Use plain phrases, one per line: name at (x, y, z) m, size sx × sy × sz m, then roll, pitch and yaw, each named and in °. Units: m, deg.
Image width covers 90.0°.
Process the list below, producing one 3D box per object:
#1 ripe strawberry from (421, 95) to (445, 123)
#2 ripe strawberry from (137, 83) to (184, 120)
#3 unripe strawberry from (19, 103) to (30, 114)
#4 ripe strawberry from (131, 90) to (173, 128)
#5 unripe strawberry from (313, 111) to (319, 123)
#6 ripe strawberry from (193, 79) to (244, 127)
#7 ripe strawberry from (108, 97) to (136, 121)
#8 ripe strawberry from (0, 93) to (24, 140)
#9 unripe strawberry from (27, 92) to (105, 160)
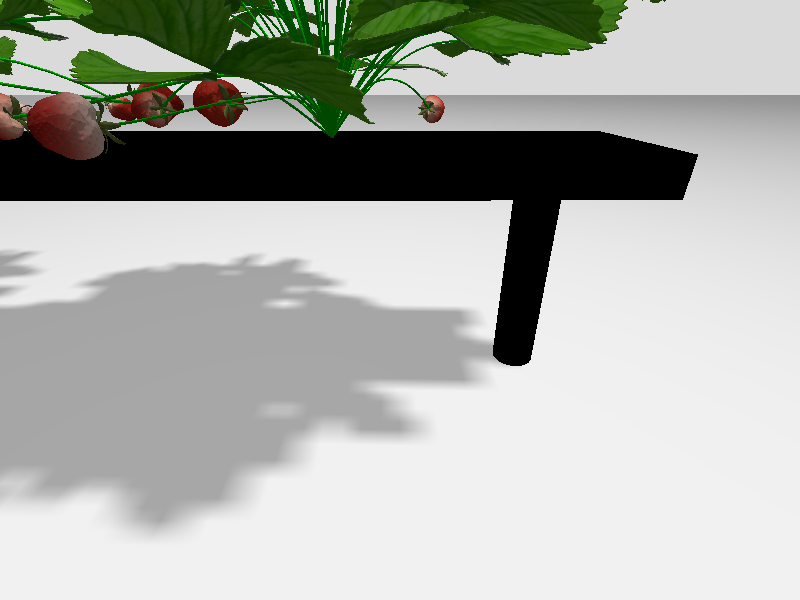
ripe strawberry at (0.038, -0.214, 0.449) m, size 0.027 × 0.028 × 0.029 m, roll 17°, pitch 25°, yaw 28°
ripe strawberry at (-0.245, -0.201, 0.410) m, size 0.041 × 0.041 × 0.045 m, roll -11°, pitch 30°, yaw -20°
unripe strawberry at (-0.495, -0.249, 0.525) m, size 0.016 × 0.017 × 0.017 m, roll 1°, pitch 28°, yaw 2°
ripe strawberry at (-0.238, -0.182, 0.383) m, size 0.033 × 0.033 × 0.036 m, roll 5°, pitch 28°, yaw 22°
unripe strawberry at (-0.088, -0.202, 0.438) m, size 0.016 × 0.014 × 0.015 m, roll -7°, pitch 29°, yaw -12°
ripe strawberry at (-0.180, -0.194, 0.395) m, size 0.043 × 0.043 × 0.047 m, roll 18°, pitch 33°, yaw 31°
ripe strawberry at (-0.307, -0.211, 0.445) m, size 0.028 × 0.025 × 0.026 m, roll 33°, pitch -7°, yaw 46°
ripe strawberry at (-0.308, -0.140, 0.305) m, size 0.031 × 0.033 × 0.029 m, roll -2°, pitch 28°, yaw -3°
unripe strawberry at (-0.185, -0.096, 0.222) m, size 0.033 × 0.034 × 0.030 m, roll -22°, pitch 36°, yaw -34°
